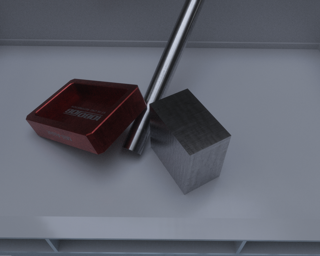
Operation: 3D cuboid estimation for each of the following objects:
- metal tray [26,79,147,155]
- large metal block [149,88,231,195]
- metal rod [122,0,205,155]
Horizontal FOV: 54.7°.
[{"bbox_3d":[-0.093,-0.020,0.386,0.130,0.030,0.090,12,48,37],"label":"metal tray"},{"bbox_3d":[0.030,0.016,0.356,0.050,0.080,0.080,-24,54,-19],"label":"large metal block"},{"bbox_3d":[0.020,-0.107,0.413,0.025,0.025,0.299,19,78,15],"label":"metal rod"}]
